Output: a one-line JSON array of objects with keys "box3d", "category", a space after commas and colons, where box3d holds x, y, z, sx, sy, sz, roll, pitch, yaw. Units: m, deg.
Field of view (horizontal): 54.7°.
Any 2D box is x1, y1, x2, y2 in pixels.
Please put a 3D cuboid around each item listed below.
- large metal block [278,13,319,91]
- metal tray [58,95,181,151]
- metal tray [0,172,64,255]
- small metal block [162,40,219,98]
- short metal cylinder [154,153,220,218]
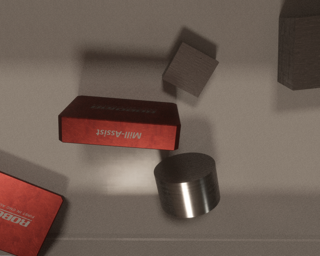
[{"box3d": [0.189, -0.093, 0.366, 0.080, 0.050, 0.079, -6, 110, 1], "category": "large metal block"}, {"box3d": [-0.044, -0.009, 0.372, 0.131, 0.090, 0.030, 4, 110, -2], "category": "metal tray"}, {"box3d": [-0.211, 0.113, 0.423, 0.131, 0.030, 0.090, 25, 74, -9], "category": "metal tray"}, {"box3d": [0.037, -0.073, 0.385, 0.050, 0.025, 0.050, 27, 108, -10], "category": "small metal block"}, {"box3d": [0.036, 0.073, 0.410, 0.080, 0.080, 0.050, -10, 110, 3], "category": "short metal cylinder"}]
